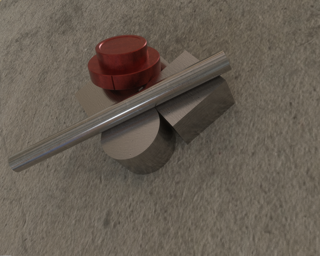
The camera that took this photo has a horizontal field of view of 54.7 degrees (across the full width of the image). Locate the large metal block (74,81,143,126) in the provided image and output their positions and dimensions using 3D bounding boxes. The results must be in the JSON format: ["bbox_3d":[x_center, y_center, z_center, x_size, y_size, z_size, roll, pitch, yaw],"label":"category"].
[{"bbox_3d":[-0.063,-0.039,0.443,0.080,0.050,0.080,-41,51,0],"label":"large metal block"}]

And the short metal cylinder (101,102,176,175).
[{"bbox_3d":[-0.027,0.013,0.393,0.080,0.050,0.080,-13,56,20],"label":"short metal cylinder"}]

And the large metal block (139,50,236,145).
[{"bbox_3d":[0.034,-0.040,0.395,0.080,0.050,0.080,-41,51,0],"label":"large metal block"}]

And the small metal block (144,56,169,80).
[{"bbox_3d":[-0.001,-0.068,0.445,0.050,0.025,0.050,-40,51,0],"label":"small metal block"}]

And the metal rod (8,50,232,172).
[{"bbox_3d":[-0.058,-0.015,0.379,0.301,0.025,0.025,-25,53,12],"label":"metal rod"}]

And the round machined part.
[{"bbox_3d":[-0.049,-0.094,0.420,0.099,0.042,0.098,-4,37,3],"label":"round machined part"}]
